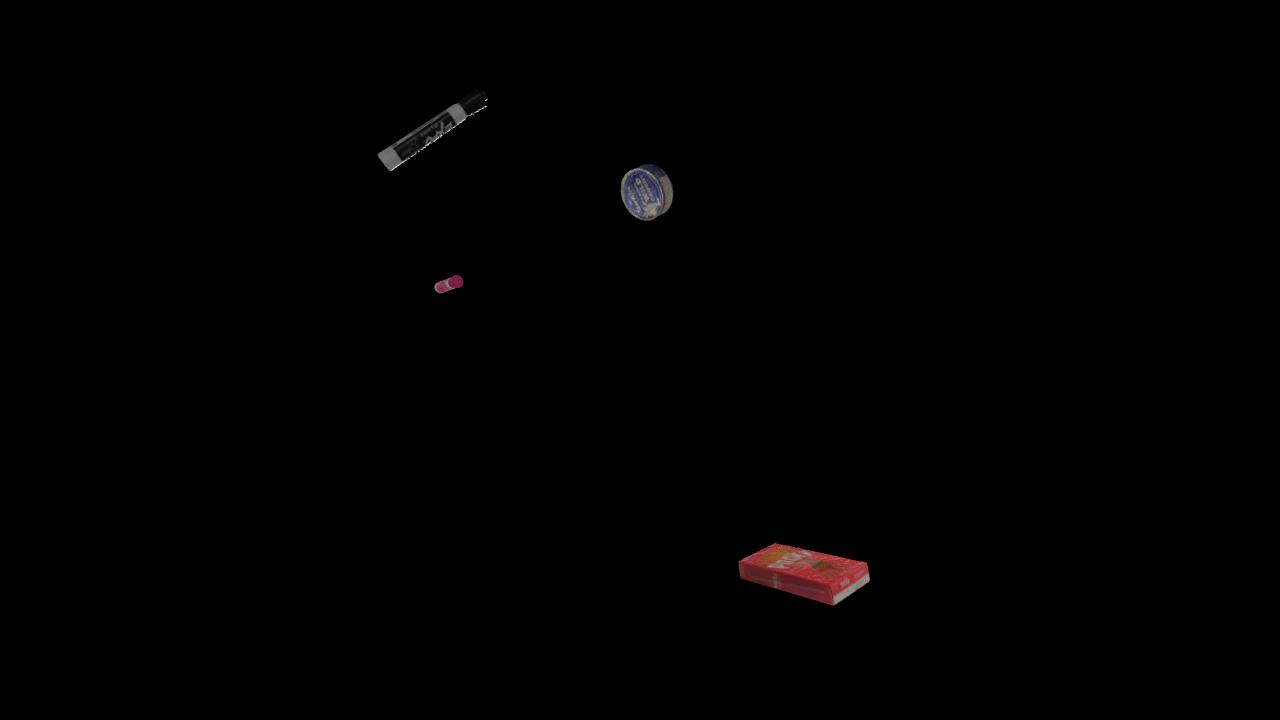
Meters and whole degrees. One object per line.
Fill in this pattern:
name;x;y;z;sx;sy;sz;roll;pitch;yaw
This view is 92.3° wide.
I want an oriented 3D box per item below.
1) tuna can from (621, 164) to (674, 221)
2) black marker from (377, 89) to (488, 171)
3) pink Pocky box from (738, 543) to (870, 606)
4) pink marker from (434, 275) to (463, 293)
tuna can;0.012;-0.268;0.984;0.084;0.084;0.034;0;28;41
black marker;-0.199;-0.225;0.599;0.121;0.020;0.020;-39;8;-10
pink Pocky box;0.217;0.284;0.828;0.084;0.029;0.155;-10;2;-38
pink marker;-0.295;-0.116;0.948;0.020;0.020;0.121;0;1;-30
